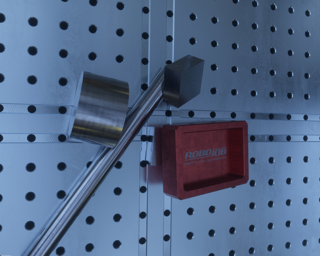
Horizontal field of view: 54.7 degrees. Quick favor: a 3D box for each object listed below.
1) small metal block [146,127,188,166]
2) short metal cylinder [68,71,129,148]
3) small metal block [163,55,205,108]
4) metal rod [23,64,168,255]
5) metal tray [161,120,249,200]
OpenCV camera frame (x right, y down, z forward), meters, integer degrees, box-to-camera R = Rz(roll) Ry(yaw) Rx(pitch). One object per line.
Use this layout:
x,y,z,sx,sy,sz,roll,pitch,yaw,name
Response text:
0.011,0.025,0.416,0.050,0.025,0.050,6,88,-20,small metal block
-0.072,-0.021,0.357,0.050,0.080,0.080,12,86,-20,short metal cylinder
0.030,-0.061,0.402,0.050,0.025,0.050,-35,141,-39,small metal block
-0.068,0.042,0.387,0.025,0.025,0.300,39,78,-16,metal rod
0.064,0.037,0.413,0.131,0.030,0.089,-4,94,-36,metal tray
